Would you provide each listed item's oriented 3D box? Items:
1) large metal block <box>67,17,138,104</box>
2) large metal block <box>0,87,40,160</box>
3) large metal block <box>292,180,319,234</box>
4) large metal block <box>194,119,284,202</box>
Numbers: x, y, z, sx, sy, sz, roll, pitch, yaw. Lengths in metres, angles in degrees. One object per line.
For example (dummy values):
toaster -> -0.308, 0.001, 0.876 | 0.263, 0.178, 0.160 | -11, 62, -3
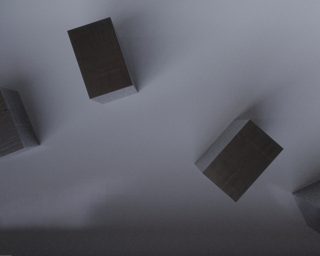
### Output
large metal block -> -0.066, -0.078, 0.383 | 0.050, 0.080, 0.080 | -18, 90, 0
large metal block -> -0.216, 0.002, 0.397 | 0.080, 0.050, 0.080 | -22, 90, 0
large metal block -> 0.228, 0.095, 0.386 | 0.080, 0.080, 0.050 | -26, 90, 0
large metal block -> 0.092, 0.036, 0.384 | 0.050, 0.080, 0.080 | 42, 90, 0
